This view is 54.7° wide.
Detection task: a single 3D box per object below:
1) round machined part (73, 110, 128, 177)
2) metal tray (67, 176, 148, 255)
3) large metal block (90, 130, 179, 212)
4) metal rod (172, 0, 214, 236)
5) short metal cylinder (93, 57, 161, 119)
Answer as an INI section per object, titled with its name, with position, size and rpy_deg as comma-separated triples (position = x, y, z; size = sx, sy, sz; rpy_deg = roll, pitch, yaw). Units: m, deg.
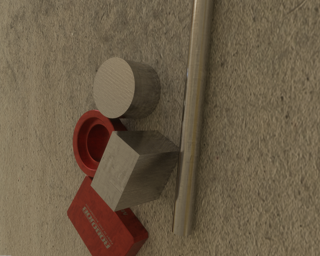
[round machined part]
position = -0.083, 0.022, 0.460
size = 0.098, 0.042, 0.097
rpy_deg = 0, 90, 39
[metal tray]
position = -0.084, 0.144, 0.468
size = 0.130, 0.030, 0.089
rpy_deg = 45, 117, 30
[large metal block]
position = -0.029, 0.050, 0.391
size = 0.050, 0.081, 0.079
rpy_deg = 38, 113, 33
[metal rod]
position = 0.040, -0.021, 0.370
size = 0.025, 0.025, 0.298
rpy_deg = 8, 95, 39
[short metal cylinder]
position = -0.046, -0.053, 0.424
size = 0.080, 0.050, 0.079
rpy_deg = 0, 90, 39
